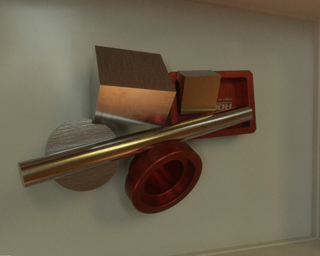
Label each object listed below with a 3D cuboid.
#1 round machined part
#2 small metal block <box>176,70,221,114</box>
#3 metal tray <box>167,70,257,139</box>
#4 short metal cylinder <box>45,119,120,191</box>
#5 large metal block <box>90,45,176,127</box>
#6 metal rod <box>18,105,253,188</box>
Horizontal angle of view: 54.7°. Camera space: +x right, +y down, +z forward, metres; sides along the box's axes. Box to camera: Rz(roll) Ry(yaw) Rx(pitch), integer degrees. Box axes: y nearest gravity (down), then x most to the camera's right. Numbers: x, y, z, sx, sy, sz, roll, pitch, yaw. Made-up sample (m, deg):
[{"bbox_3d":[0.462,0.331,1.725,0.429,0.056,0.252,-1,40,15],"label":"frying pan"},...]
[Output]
[{"bbox_3d":[0.000,0.056,0.384,0.099,0.042,0.097,-21,133,-24],"label":"round machined part"},{"bbox_3d":[0.048,-0.048,0.405,0.050,0.025,0.050,-5,118,-20],"label":"small metal block"},{"bbox_3d":[0.069,-0.033,0.432,0.131,0.030,0.089,-5,92,-20],"label":"metal tray"},{"bbox_3d":[-0.091,0.029,0.362,0.081,0.050,0.079,0,90,-21],"label":"short metal cylinder"},{"bbox_3d":[-0.035,-0.049,0.359,0.081,0.080,0.050,3,131,-19],"label":"large metal block"},{"bbox_3d":[-0.003,0.012,0.365,0.303,0.025,0.025,-15,95,-31],"label":"metal rod"}]
